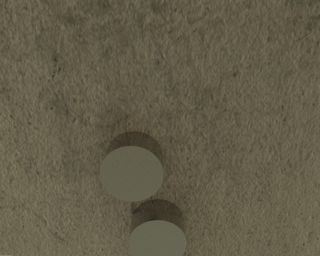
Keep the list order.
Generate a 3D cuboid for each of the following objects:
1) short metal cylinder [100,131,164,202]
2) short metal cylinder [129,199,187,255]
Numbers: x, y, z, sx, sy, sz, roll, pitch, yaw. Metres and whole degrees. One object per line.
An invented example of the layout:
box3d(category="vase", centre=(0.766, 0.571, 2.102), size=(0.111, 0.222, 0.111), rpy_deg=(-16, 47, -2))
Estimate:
box3d(category="short metal cylinder", centre=(-0.036, 0.050, 0.415), size=(0.081, 0.050, 0.079), rpy_deg=(0, 110, -1))
box3d(category="short metal cylinder", centre=(-0.003, 0.152, 0.453), size=(0.081, 0.050, 0.079), rpy_deg=(0, 110, -1))
